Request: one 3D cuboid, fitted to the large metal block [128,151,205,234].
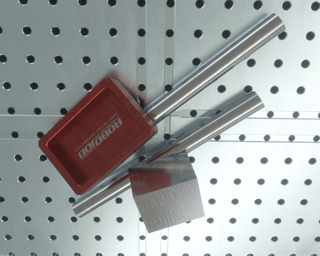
[{"bbox_3d":[0.010,0.087,0.415,0.080,0.050,0.080,-17,128,-2],"label":"large metal block"}]

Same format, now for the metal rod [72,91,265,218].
[{"bbox_3d":[0.004,0.042,0.428,0.300,0.025,0.025,-32,107,11],"label":"metal rod"}]

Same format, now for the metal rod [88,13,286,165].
[{"bbox_3d":[0.023,-0.040,0.399,0.300,0.025,0.025,-36,107,12],"label":"metal rod"}]

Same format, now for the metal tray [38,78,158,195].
[{"bbox_3d":[-0.079,0.011,0.394,0.130,0.030,0.090,-41,84,11],"label":"metal tray"}]
